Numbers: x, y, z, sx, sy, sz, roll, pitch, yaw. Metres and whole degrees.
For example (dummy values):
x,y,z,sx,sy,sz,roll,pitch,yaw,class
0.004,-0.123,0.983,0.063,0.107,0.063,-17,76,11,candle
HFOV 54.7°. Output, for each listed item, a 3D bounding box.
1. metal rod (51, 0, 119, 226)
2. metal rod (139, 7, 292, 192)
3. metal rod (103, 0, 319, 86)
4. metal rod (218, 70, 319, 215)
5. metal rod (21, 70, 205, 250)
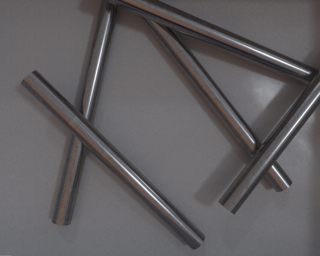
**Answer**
x,y,z,sx,sy,sz,roll,pitch,yaw,class
-0.098,-0.021,0.410,0.025,0.025,0.298,13,90,-1,metal rod
0.073,-0.040,0.412,0.025,0.025,0.300,-38,91,0,metal rod
0.064,-0.120,0.395,0.302,0.025,0.025,21,90,-7,metal rod
0.175,-0.018,0.389,0.025,0.025,0.300,38,88,-1,metal rod
-0.053,0.045,0.392,0.025,0.025,0.300,-44,98,0,metal rod
